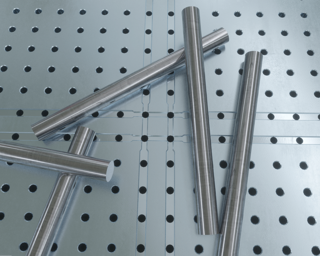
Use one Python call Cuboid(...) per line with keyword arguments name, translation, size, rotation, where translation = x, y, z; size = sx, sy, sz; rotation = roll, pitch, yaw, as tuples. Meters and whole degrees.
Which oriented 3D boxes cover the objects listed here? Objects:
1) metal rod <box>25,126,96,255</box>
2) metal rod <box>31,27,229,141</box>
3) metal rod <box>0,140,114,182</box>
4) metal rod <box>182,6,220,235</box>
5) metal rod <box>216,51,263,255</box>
Cuboid(name="metal rod", translation=(-0.139, 0.138, 0.360), size=(0.025, 0.025, 0.300), rotation=(15, 71, 5))
Cuboid(name="metal rod", translation=(-0.034, -0.066, 0.435), size=(0.301, 0.025, 0.025), rotation=(-29, 73, -10))
Cuboid(name="metal rod", translation=(-0.204, 0.026, 0.384), size=(0.301, 0.025, 0.025), rotation=(9, 70, 10))
Cuboid(name="metal rod", translation=(0.050, -0.020, 0.402), size=(0.025, 0.025, 0.299), rotation=(-3, 76, -1))
Cuboid(name="metal rod", translation=(0.105, 0.033, 0.400), size=(0.025, 0.025, 0.299), rotation=(12, 70, 4))
